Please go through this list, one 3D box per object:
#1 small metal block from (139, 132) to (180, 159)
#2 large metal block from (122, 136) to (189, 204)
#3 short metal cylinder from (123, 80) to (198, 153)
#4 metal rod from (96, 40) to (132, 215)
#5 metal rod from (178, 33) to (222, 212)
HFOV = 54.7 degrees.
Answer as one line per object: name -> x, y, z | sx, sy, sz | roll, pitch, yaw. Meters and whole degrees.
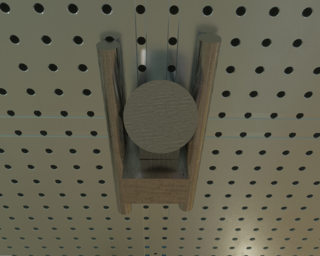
small metal block -> -0.001, 0.014, 0.407 | 0.050, 0.050, 0.025 | 1, 130, -2
large metal block -> -0.006, 0.054, 0.418 | 0.081, 0.080, 0.050 | 1, 130, -1
short metal cylinder -> 0.001, -0.011, 0.358 | 0.081, 0.050, 0.080 | 0, 86, -1
metal rod -> -0.058, 0.024, 0.431 | 0.025, 0.025, 0.298 | 0, 130, -1
metal rod -> 0.048, 0.017, 0.427 | 0.025, 0.025, 0.298 | 1, 130, -1
